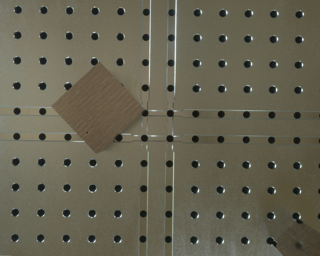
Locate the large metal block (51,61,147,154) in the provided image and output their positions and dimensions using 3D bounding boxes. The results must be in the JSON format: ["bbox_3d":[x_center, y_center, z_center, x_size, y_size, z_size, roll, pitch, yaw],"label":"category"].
[{"bbox_3d":[-0.075,-0.025,0.400,0.080,0.050,0.080,-43,90,0],"label":"large metal block"}]

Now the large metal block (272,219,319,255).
[{"bbox_3d":[0.200,0.171,0.387,0.050,0.080,0.080,-43,90,0],"label":"large metal block"}]
